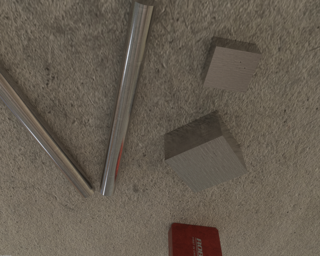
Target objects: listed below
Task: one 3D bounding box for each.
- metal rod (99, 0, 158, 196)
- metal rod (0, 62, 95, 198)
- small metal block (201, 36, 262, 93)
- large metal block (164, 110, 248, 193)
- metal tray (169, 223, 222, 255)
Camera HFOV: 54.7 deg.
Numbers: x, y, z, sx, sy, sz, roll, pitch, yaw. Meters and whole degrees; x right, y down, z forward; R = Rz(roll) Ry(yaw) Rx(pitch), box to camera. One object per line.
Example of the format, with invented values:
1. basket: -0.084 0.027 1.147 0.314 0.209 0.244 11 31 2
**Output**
1. metal rod: -0.049 -0.013 0.395 0.025 0.025 0.298 10 130 -9
2. metal rod: -0.163 -0.007 0.398 0.025 0.025 0.299 -15 129 12
3. small metal block: 0.078 -0.071 0.348 0.050 0.025 0.050 8 130 -7
4. large metal block: 0.061 0.034 0.421 0.080 0.050 0.080 -26 126 20
5. metal tray: 0.063 0.234 0.539 0.091 0.130 0.030 10 129 -9
